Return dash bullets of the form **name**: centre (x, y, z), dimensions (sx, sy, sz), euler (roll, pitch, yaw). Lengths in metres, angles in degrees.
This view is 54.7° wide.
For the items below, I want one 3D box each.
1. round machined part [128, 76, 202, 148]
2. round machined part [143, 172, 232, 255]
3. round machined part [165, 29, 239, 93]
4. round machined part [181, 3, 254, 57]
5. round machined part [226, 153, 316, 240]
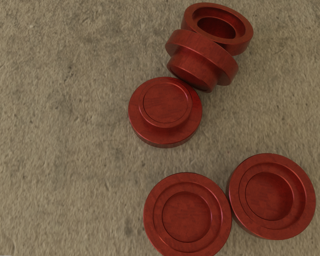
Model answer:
- **round machined part**: centre (0.007, -0.026, 0.409), dimensions (0.099, 0.042, 0.098), euler (0, 70, 0)
- **round machined part**: centre (0.030, 0.104, 0.362), dimensions (0.099, 0.042, 0.098), euler (0, 70, -1)
- **round machined part**: centre (0.048, -0.080, 0.401), dimensions (0.098, 0.098, 0.042), euler (31, 88, 10)
- **round machined part**: centre (0.077, -0.132, 0.437), dimensions (0.099, 0.042, 0.098), euler (7, 50, -9)
- **round machined part**: centre (0.128, 0.082, 0.371), dimensions (0.099, 0.042, 0.098), euler (0, 70, -1)
